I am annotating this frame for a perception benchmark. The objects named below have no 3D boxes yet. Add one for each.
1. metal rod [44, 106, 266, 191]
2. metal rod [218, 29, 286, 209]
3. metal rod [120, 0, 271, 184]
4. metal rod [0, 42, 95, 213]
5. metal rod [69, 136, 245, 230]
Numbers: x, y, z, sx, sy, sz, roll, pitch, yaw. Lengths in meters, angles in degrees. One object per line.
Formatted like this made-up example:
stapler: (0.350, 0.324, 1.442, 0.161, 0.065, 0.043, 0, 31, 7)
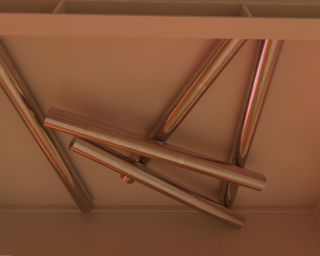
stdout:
metal rod: (0.006, 0.032, 0.402, 0.302, 0.025, 0.025, 18, 128, -16)
metal rod: (0.115, 0.014, 0.422, 0.025, 0.025, 0.298, 1, 130, -2)
metal rod: (0.025, -0.025, 0.388, 0.025, 0.025, 0.298, 23, 126, -19)
metal rod: (-0.153, 0.021, 0.424, 0.025, 0.025, 0.298, -10, 130, 7)
metal rod: (0.011, 0.085, 0.447, 0.301, 0.025, 0.025, 30, 124, -24)
